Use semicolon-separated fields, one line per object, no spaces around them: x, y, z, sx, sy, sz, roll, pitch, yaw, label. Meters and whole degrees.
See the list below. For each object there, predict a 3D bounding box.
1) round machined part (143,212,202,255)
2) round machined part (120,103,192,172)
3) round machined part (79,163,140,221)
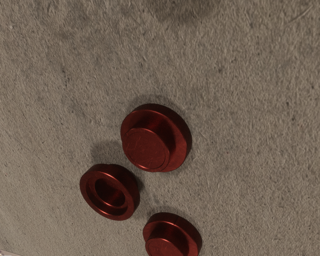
0.015;0.188;0.503;0.098;0.042;0.097;13;124;20;round machined part
-0.011;0.020;0.412;0.098;0.042;0.097;13;124;20;round machined part
-0.075;0.096;0.493;0.098;0.042;0.097;13;124;20;round machined part
